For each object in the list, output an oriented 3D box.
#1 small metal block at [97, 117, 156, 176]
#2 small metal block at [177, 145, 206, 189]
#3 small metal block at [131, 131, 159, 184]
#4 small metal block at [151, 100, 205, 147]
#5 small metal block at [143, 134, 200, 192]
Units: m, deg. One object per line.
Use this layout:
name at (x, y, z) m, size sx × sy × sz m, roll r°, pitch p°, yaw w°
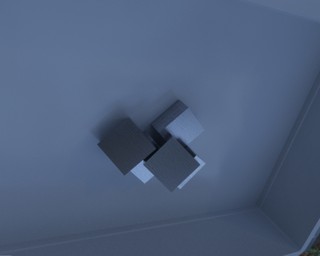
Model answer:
small metal block at (-0.040, 0.022, 0.384) m, size 0.050 × 0.025 × 0.050 m, roll -41°, pitch 91°, yaw -1°
small metal block at (0.028, 0.048, 0.437) m, size 0.050 × 0.050 × 0.025 m, roll -46°, pitch 130°, yaw 4°
small metal block at (-0.020, 0.040, 0.422) m, size 0.050 × 0.025 × 0.050 m, roll -41°, pitch 130°, yaw -1°
small metal block at (0.025, -0.001, 0.421) m, size 0.050 × 0.025 × 0.050 m, roll -41°, pitch 130°, yaw -1°
small metal block at (0.014, 0.044, 0.395) m, size 0.050 × 0.025 × 0.050 m, roll -44°, pitch 96°, yaw 2°
